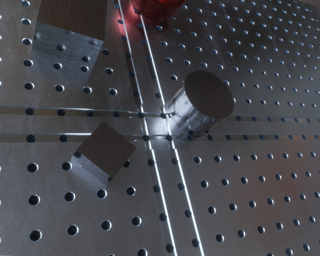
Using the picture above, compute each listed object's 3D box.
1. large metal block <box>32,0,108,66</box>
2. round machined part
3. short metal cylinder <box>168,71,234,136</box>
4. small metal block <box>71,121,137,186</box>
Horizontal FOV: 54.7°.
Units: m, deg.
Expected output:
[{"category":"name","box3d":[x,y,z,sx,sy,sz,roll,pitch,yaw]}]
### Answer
[{"category":"large metal block","box3d":[-0.119,-0.139,0.414,0.081,0.050,0.080,12,57,-22]},{"category":"round machined part","box3d":[-0.011,-0.226,0.531,0.099,0.042,0.098,14,56,-21]},{"category":"short metal cylinder","box3d":[0.059,-0.035,0.447,0.081,0.050,0.080,14,56,-21]},{"category":"small metal block","box3d":[-0.064,0.029,0.357,0.050,0.025,0.050,39,51,-2]}]
